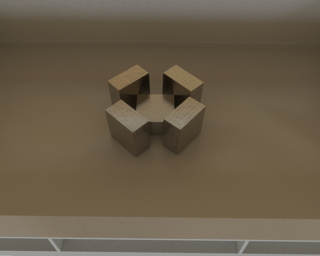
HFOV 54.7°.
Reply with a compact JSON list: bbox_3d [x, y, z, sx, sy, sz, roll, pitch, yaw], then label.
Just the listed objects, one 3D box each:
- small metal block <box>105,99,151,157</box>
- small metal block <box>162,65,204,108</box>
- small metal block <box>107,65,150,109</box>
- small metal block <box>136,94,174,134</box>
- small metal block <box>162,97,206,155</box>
[{"bbox_3d":[-0.039,0.001,0.386,0.025,0.050,0.050,-38,59,-26],"label":"small metal block"},{"bbox_3d":[0.030,-0.051,0.429,0.025,0.050,0.050,-37,60,-28],"label":"small metal block"},{"bbox_3d":[-0.041,-0.052,0.429,0.050,0.050,0.025,-35,58,-25],"label":"small metal block"},{"bbox_3d":[-0.006,-0.019,0.418,0.050,0.025,0.050,1,50,0],"label":"small metal block"},{"bbox_3d":[0.030,-0.003,0.388,0.025,0.050,0.050,34,57,24],"label":"small metal block"}]
